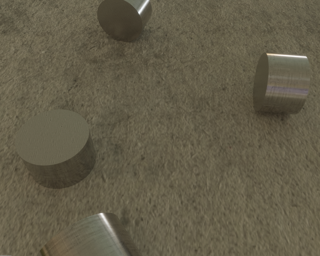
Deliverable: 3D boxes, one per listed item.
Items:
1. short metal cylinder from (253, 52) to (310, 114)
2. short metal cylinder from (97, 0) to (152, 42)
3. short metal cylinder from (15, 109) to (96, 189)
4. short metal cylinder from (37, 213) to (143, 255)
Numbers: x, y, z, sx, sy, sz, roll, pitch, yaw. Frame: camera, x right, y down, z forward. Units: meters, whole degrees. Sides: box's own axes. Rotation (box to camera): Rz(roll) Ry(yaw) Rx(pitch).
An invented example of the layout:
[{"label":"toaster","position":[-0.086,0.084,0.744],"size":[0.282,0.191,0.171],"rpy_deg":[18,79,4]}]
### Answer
[{"label":"short metal cylinder","position":[0.162,-0.060,0.420],"size":[0.050,0.080,0.080],"rpy_deg":[5,50,4]},{"label":"short metal cylinder","position":[-0.060,-0.197,0.532],"size":[0.080,0.080,0.050],"rpy_deg":[13,51,10]},{"label":"short metal cylinder","position":[-0.120,0.024,0.365],"size":[0.081,0.050,0.080],"rpy_deg":[0,50,0]},{"label":"short metal cylinder","position":[-0.058,0.120,0.266],"size":[0.081,0.080,0.050],"rpy_deg":[-28,56,-22]}]
